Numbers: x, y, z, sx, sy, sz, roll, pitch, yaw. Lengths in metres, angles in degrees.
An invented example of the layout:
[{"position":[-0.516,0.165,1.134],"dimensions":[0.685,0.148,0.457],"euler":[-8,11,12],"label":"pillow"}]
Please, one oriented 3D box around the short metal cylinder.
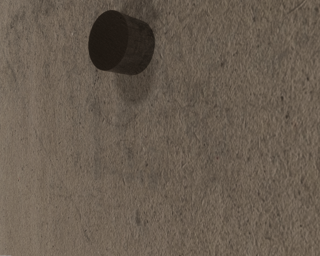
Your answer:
[{"position":[-0.054,-0.116,0.431],"dimensions":[0.080,0.050,0.079],"euler":[0,90,39],"label":"short metal cylinder"}]
